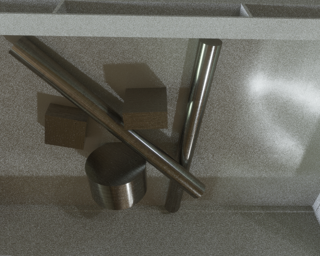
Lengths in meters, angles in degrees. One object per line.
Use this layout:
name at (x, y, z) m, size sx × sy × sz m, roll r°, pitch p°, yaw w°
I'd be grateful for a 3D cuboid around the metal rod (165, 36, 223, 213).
metal rod at (0.037, 0.020, 0.426) m, size 0.025 × 0.025 × 0.298 m, roll 5°, pitch 130°, yaw -5°

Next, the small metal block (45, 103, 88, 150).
small metal block at (-0.122, -0.001, 0.406) m, size 0.050 × 0.025 × 0.050 m, roll 10°, pitch 129°, yaw -9°

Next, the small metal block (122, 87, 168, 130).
small metal block at (-0.017, -0.024, 0.372) m, size 0.050 × 0.050 × 0.025 m, roll -2°, pitch 130°, yaw 1°

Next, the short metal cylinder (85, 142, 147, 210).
short metal cylinder at (-0.059, 0.065, 0.428) m, size 0.081 × 0.080 × 0.050 m, roll -1°, pitch 130°, yaw 0°

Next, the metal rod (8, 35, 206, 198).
metal rod at (-0.049, 0.001, 0.389) m, size 0.025 × 0.025 × 0.300 m, roll -37°, pitch 116°, yaw 27°
